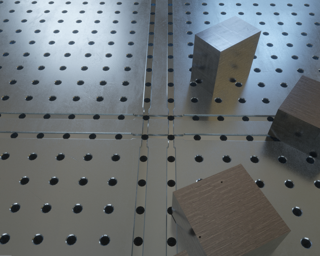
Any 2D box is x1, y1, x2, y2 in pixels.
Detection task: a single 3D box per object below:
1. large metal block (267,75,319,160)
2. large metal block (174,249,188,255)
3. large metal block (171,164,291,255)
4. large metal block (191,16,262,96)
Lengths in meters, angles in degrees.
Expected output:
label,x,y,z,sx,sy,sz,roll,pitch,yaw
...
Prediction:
label,x,y,z,sx,sy,sz,roll,pitch,yaw
large metal block,0.201,-0.013,0.404,0.080,0.050,0.080,30,56,23
large metal block,0.004,0.163,0.255,0.081,0.050,0.080,-20,53,-16
large metal block,0.066,0.094,0.313,0.081,0.050,0.080,-19,53,-16
large metal block,0.096,-0.108,0.463,0.080,0.080,0.050,-31,57,-23
